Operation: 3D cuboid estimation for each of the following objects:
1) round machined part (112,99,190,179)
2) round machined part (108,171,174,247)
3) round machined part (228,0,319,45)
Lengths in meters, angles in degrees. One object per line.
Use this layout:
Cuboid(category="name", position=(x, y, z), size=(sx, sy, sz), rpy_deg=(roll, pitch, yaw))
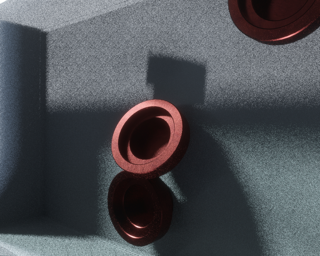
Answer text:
Cuboid(category="round machined part", position=(-0.007, 0.017, 0.384), size=(0.098, 0.042, 0.098), rpy_deg=(-14, 58, 24))
Cuboid(category="round machined part", position=(-0.021, 0.101, 0.410), size=(0.098, 0.042, 0.097), rpy_deg=(2, 93, 40))
Cuboid(category="round machined part", position=(0.119, -0.128, 0.297), size=(0.098, 0.042, 0.097), rpy_deg=(0, 90, 39))
